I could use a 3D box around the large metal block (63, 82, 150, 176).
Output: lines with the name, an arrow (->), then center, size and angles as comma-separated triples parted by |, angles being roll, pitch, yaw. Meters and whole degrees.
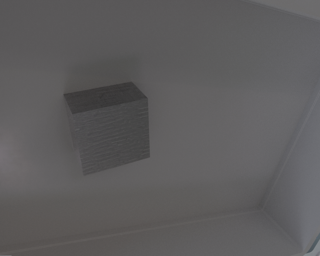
large metal block -> -0.060, -0.001, 0.359 | 0.081, 0.050, 0.080 | -14, 124, -21
